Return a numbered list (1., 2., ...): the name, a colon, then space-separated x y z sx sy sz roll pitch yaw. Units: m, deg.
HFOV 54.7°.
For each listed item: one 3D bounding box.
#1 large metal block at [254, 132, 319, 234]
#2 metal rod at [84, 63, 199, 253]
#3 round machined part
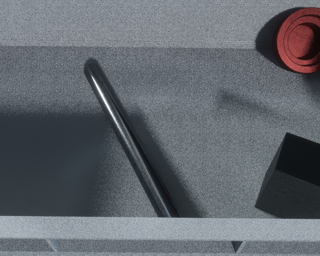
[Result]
1. large metal block: 0.154 0.061 0.321 0.080 0.080 0.050 21 53 16
2. metal rod: -0.039 0.014 0.392 0.025 0.025 0.300 -21 53 -17
3. round machined part: 0.225 -0.135 0.488 0.099 0.097 0.042 1 10 0
